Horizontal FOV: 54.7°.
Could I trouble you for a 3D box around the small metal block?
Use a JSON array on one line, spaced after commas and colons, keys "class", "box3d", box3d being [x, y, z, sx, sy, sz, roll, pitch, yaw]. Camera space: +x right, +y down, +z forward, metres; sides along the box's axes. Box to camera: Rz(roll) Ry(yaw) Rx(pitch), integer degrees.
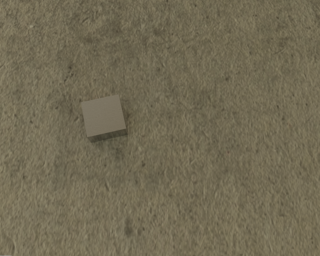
[{"class": "small metal block", "box3d": [-0.073, -0.012, 0.412, 0.050, 0.025, 0.050, -13, 71, -5]}]
